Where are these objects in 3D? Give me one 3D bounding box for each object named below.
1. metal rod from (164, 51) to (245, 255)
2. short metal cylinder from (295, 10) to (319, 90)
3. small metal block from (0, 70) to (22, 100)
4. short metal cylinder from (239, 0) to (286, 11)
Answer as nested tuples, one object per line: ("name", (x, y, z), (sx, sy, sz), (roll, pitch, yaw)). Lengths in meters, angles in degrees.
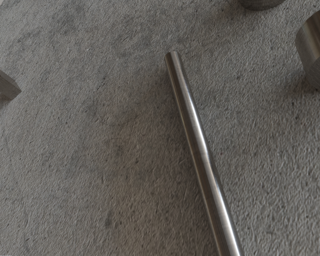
("metal rod", (0.044, 0.016, 0.371), (0.025, 0.025, 0.299), (-23, 53, 14))
("short metal cylinder", (0.189, -0.083, 0.321), (0.080, 0.080, 0.050), (-15, 56, 20))
("small metal block", (-0.304, -0.088, 0.601), (0.025, 0.050, 0.050), (-45, 51, -3))
("short metal cylinder", (0.148, -0.216, 0.443), (0.080, 0.050, 0.080), (-13, 56, 21))
